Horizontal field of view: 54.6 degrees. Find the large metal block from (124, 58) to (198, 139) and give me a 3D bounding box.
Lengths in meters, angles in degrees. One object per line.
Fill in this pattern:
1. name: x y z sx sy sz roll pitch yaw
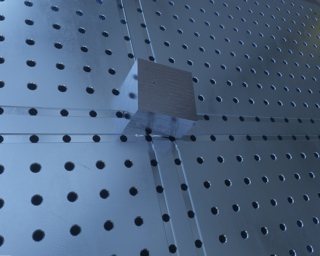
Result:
1. large metal block: -0.001 -0.038 0.414 0.081 0.050 0.080 11 57 -22
